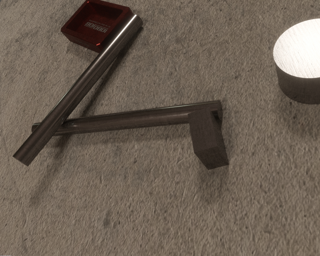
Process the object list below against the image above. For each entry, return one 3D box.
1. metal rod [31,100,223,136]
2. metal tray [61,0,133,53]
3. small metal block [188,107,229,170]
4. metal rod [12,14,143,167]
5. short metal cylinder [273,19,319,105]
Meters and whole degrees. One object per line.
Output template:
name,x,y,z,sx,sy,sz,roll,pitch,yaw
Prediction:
metal rod,-0.063,-0.009,0.440,0.301,0.025,0.025,-5,59,25
metal tray,-0.116,-0.191,0.576,0.130,0.030,0.090,29,77,37
small metal block,0.055,0.013,0.350,0.025,0.050,0.050,-18,55,18
metal rod,-0.117,-0.070,0.483,0.025,0.025,0.300,18,64,34
short metal cylinder,0.171,-0.073,0.343,0.080,0.050,0.080,-13,56,20
